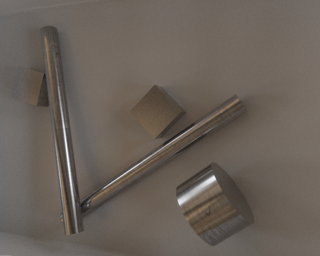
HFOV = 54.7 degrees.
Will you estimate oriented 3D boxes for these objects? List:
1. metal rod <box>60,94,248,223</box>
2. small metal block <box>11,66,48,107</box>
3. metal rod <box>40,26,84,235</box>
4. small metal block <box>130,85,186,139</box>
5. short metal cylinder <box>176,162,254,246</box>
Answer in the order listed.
[{"bbox_3d":[-0.019,0.052,0.416,0.300,0.025,0.025,-35,79,16],"label":"metal rod"},{"bbox_3d":[-0.196,-0.064,0.478,0.050,0.025,0.050,17,96,18],"label":"small metal block"},{"bbox_3d":[-0.142,-0.003,0.443,0.025,0.025,0.298,-14,80,19],"label":"metal rod"},{"bbox_3d":[-0.003,-0.021,0.411,0.050,0.025,0.050,-46,76,14],"label":"small metal block"},{"bbox_3d":[0.064,0.087,0.358,0.050,0.080,0.080,-37,78,16],"label":"short metal cylinder"}]
